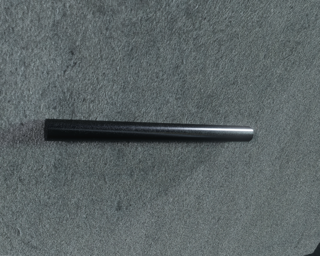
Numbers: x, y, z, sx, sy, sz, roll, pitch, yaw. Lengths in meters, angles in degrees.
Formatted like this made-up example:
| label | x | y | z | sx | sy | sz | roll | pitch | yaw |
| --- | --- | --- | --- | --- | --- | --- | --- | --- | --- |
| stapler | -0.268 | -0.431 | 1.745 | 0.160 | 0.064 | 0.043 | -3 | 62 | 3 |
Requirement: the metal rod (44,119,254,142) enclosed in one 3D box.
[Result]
| label | x | y | z | sx | sy | sz | roll | pitch | yaw |
| --- | --- | --- | --- | --- | --- | --- | --- | --- | --- |
| metal rod | 0.006 | 0.006 | 0.414 | 0.302 | 0.025 | 0.025 | 2 | 118 | -29 |
